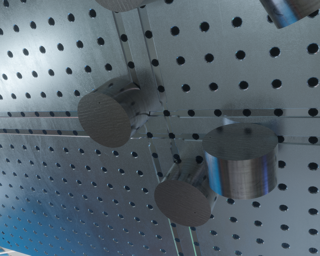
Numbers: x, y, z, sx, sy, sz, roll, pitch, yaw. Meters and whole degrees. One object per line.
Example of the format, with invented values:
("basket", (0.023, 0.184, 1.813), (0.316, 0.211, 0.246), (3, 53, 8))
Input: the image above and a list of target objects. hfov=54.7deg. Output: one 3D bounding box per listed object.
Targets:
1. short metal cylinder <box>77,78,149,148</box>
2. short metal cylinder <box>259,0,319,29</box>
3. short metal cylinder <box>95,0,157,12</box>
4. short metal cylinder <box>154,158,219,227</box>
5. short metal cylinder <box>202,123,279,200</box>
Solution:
("short metal cylinder", (-0.062, -0.020, 0.415), (0.080, 0.050, 0.079), (13, 124, 21))
("short metal cylinder", (0.114, -0.122, 0.240), (0.080, 0.080, 0.050), (-29, 102, 37))
("short metal cylinder", (-0.032, -0.163, 0.311), (0.080, 0.050, 0.079), (13, 124, 21))
("short metal cylinder", (0.039, 0.089, 0.430), (0.080, 0.050, 0.079), (13, 124, 21))
("short metal cylinder", (0.091, 0.035, 0.349), (0.080, 0.080, 0.050), (3, 120, 27))
